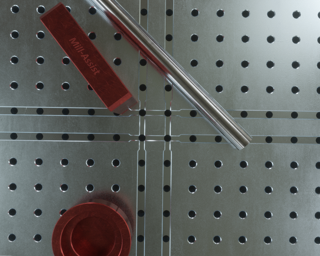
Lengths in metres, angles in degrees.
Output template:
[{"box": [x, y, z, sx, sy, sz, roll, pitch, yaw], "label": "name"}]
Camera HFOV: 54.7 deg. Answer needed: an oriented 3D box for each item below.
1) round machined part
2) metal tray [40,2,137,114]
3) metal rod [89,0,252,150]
[{"box": [-0.085, 0.141, 0.404, 0.099, 0.042, 0.097, 0, 90, -1], "label": "round machined part"}, {"box": [-0.081, -0.078, 0.379, 0.030, 0.090, 0.130, -37, 90, 0], "label": "metal tray"}, {"box": [0.008, -0.085, 0.413, 0.025, 0.025, 0.300, -45, 91, 0], "label": "metal rod"}]
